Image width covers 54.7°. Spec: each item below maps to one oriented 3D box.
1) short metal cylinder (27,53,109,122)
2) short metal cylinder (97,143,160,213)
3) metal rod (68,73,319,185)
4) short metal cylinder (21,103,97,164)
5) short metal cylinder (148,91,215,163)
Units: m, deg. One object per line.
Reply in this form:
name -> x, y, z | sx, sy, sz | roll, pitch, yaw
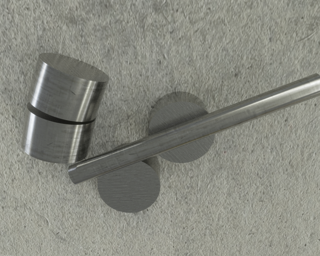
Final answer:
short metal cylinder -> -0.106, -0.048, 0.362 | 0.080, 0.080, 0.050 | 21, 109, -8
short metal cylinder -> -0.040, 0.067, 0.421 | 0.081, 0.050, 0.079 | 0, 110, 0
metal rod -> 0.035, 0.004, 0.358 | 0.301, 0.025, 0.025 | -21, 109, 7
short metal cylinder -> -0.123, 0.002, 0.380 | 0.080, 0.080, 0.050 | 15, 109, -6
short metal cylinder -> 0.026, -0.002, 0.396 | 0.081, 0.050, 0.079 | 0, 110, 0
